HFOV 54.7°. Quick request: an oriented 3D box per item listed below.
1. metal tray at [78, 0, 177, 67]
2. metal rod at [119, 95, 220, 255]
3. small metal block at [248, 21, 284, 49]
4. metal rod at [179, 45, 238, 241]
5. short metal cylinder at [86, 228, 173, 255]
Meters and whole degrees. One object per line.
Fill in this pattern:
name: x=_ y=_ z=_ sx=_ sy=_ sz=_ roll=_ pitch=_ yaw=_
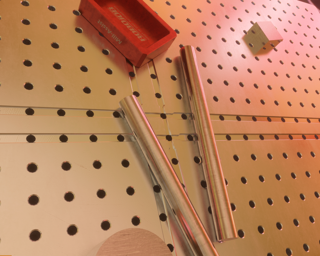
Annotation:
metal tray: x=-0.048 y=-0.164 z=0.480 sx=0.130 sy=0.030 sz=0.090 roll=44 pitch=51 yaw=2
metal rod: x=0.025 y=0.091 z=0.367 sx=0.025 sy=0.025 sz=0.299 roll=-17 pitch=71 yaw=-35
small metal block: x=0.223 y=-0.196 z=0.652 sx=0.050 sy=0.025 sz=0.050 roll=-15 pitch=70 yaw=-34
metal rod: x=0.063 y=0.003 z=0.442 sx=0.025 sy=0.025 sz=0.299 roll=7 pitch=59 yaw=-25
short metal cylinder: x=-0.031 y=0.140 z=0.291 sx=0.081 sy=0.050 sz=0.080 roll=14 pitch=56 yaw=-21
